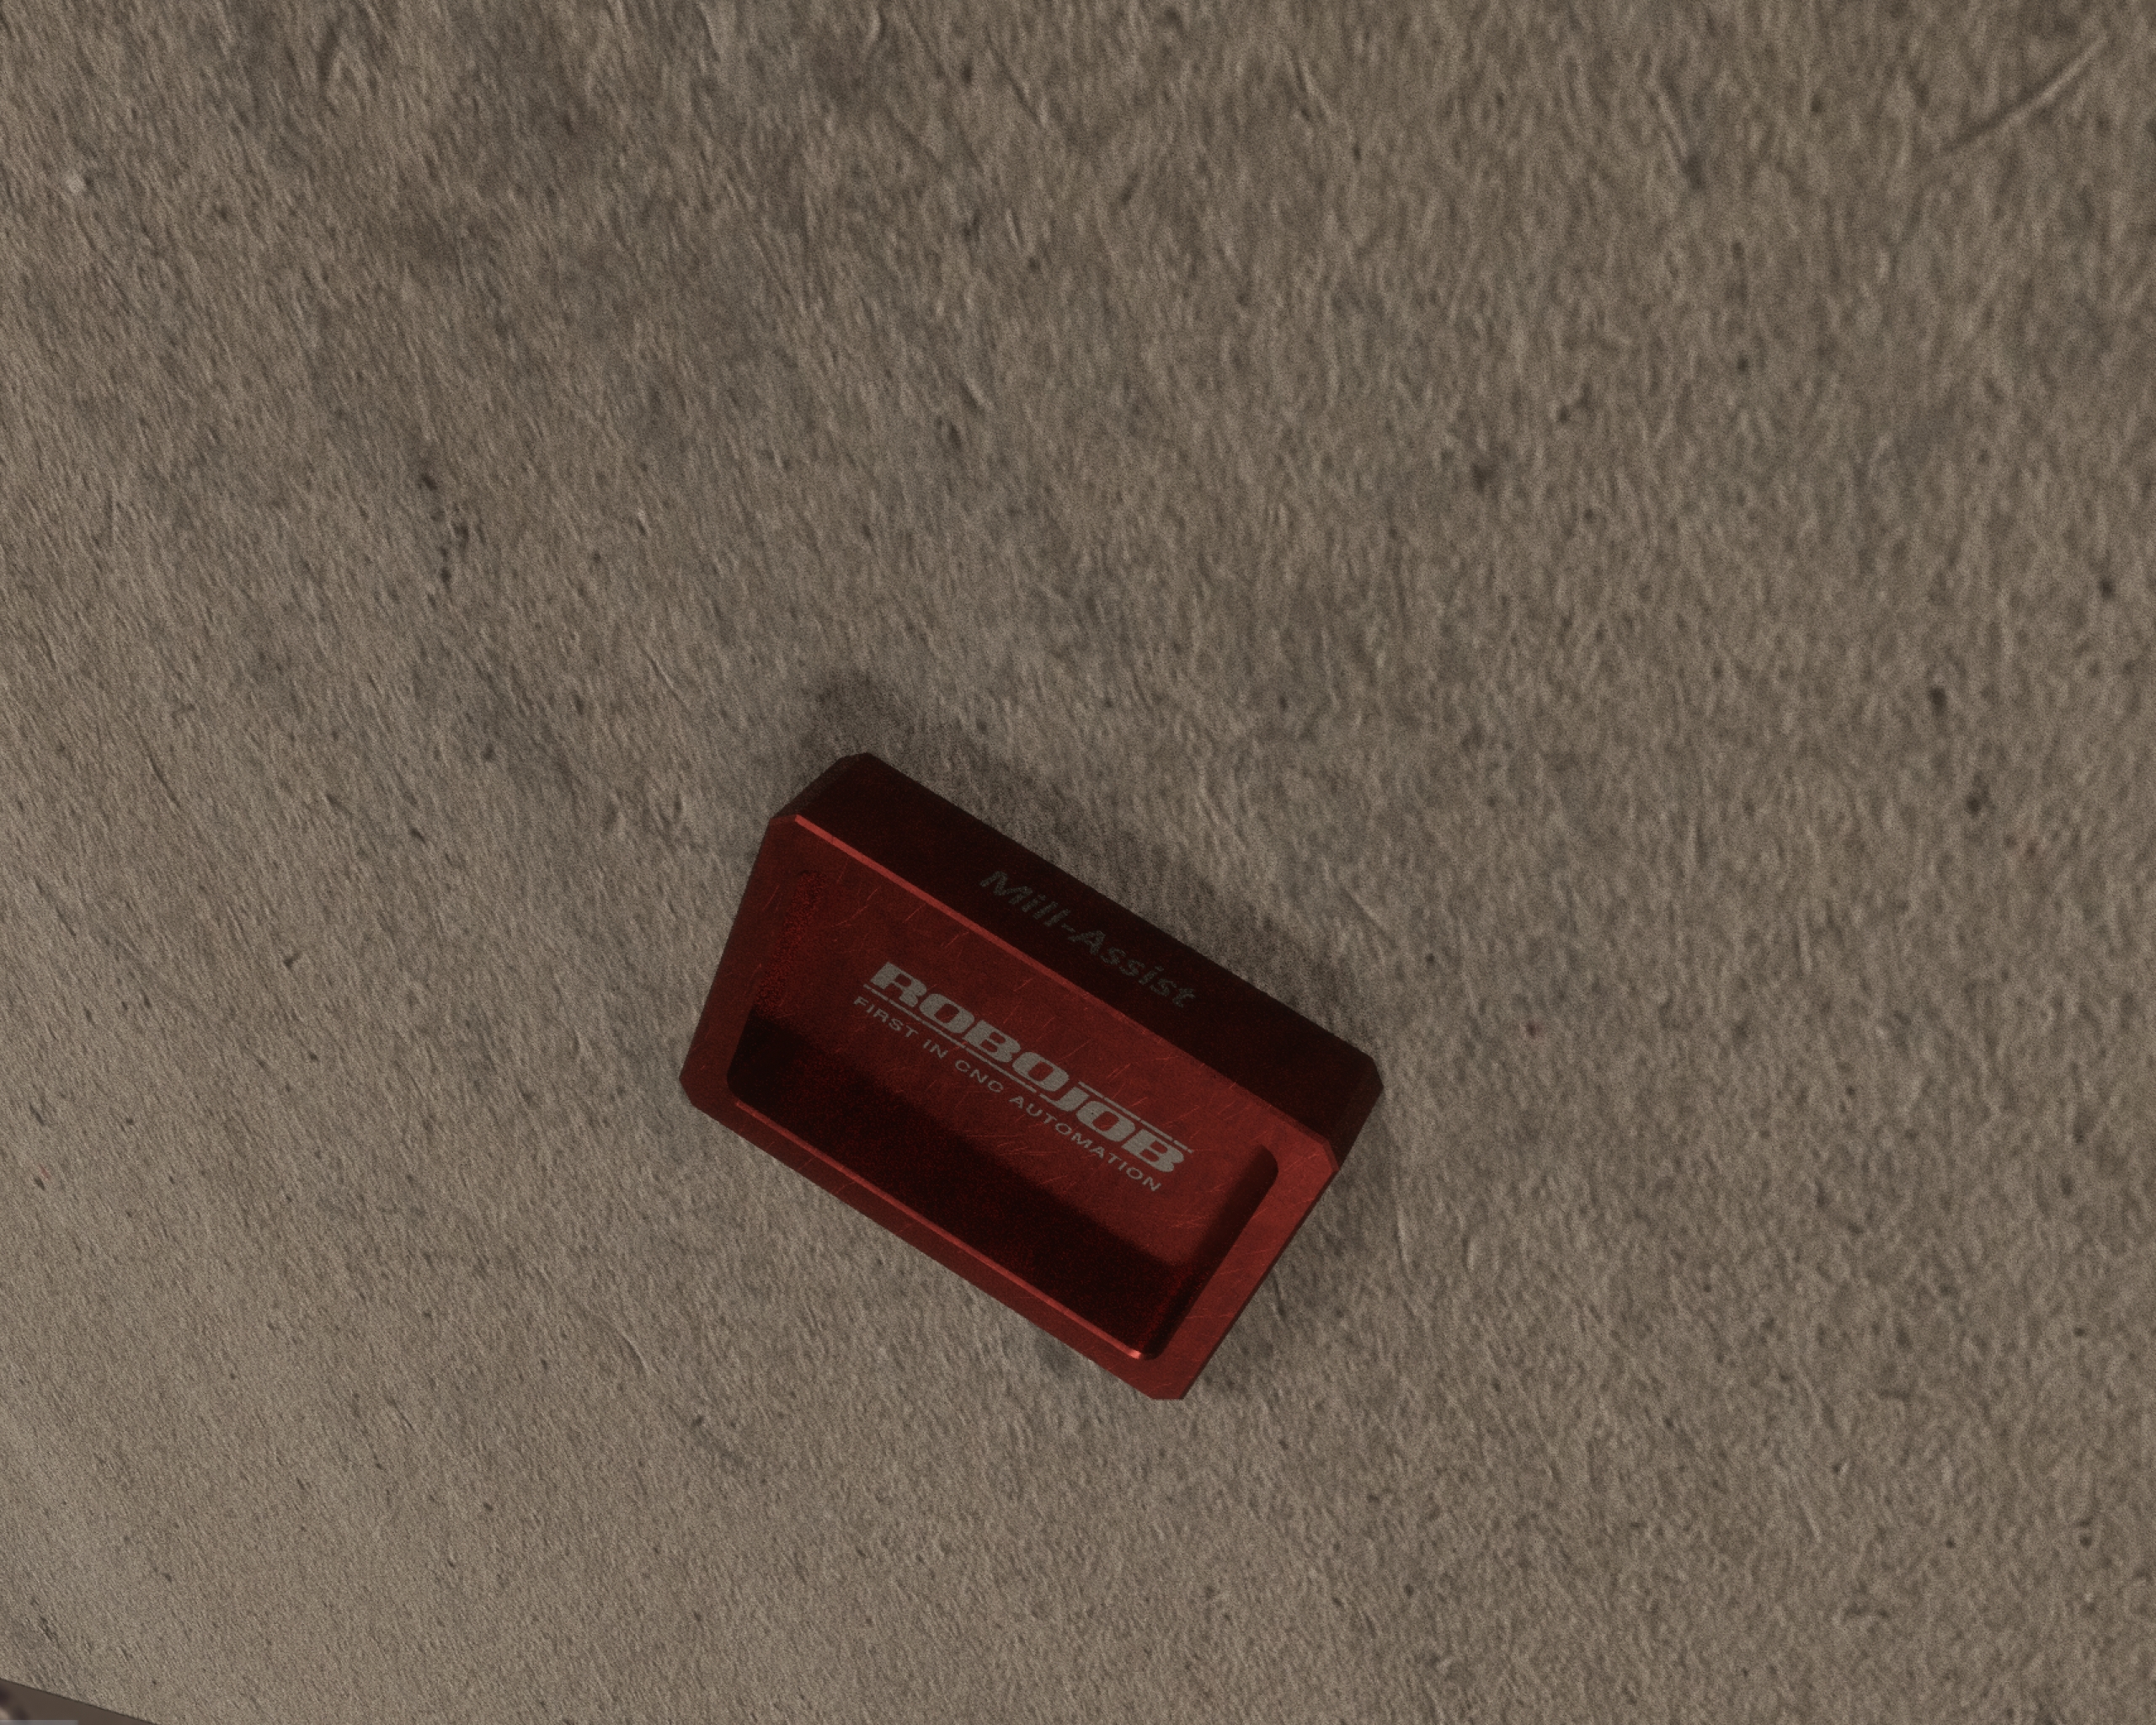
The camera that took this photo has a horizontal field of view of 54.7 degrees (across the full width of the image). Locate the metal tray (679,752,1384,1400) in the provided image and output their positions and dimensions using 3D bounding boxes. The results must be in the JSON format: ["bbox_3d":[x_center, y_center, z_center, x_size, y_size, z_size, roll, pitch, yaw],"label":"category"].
[{"bbox_3d":[-0.013,0.046,0.439,0.130,0.030,0.089,31,128,7],"label":"metal tray"}]
